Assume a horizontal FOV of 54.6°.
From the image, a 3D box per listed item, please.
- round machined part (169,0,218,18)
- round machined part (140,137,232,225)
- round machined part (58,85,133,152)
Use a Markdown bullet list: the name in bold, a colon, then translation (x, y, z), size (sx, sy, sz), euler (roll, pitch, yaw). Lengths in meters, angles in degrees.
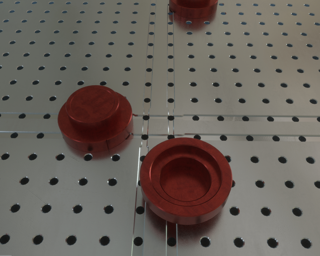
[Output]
- **round machined part**: translation (0.067, -0.264, 0.619), size (0.099, 0.042, 0.098), euler (0, 50, 0)
- **round machined part**: translation (0.028, 0.061, 0.346), size (0.099, 0.042, 0.098), euler (0, 50, 0)
- **round machined part**: translation (-0.086, -0.019, 0.413), size (0.099, 0.042, 0.098), euler (0, 50, 0)
